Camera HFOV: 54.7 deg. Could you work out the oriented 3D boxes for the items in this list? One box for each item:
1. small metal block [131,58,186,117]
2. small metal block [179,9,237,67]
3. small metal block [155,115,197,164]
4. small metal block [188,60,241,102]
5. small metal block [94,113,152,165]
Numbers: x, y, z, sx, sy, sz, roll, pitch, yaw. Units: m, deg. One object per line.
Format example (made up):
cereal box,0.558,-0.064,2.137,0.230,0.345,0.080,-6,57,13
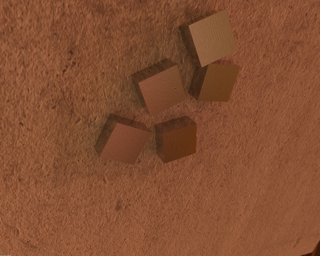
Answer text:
small metal block,-0.001,-0.049,0.376,0.050,0.025,0.050,-28,128,-11
small metal block,0.057,-0.106,0.365,0.050,0.025,0.050,-27,115,-12
small metal block,0.022,0.016,0.428,0.050,0.025,0.050,-16,125,-19
small metal block,0.071,-0.063,0.406,0.050,0.025,0.050,0,119,-29
small metal block,-0.047,0.015,0.390,0.050,0.025,0.050,18,109,-35
